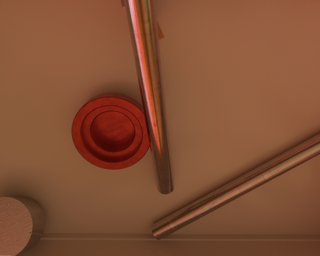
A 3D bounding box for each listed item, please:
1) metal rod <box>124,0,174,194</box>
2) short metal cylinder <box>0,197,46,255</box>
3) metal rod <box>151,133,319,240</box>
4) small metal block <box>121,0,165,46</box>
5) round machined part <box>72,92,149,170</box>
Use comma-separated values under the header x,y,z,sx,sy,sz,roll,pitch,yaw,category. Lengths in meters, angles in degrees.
x,y,z,sx,sy,sz,roll,pitch,yaw,category
-0.006,-0.021,0.340,0.025,0.025,0.298,-6,134,2,metal rod
-0.207,0.135,0.426,0.081,0.050,0.080,0,78,-2,short metal cylinder
0.119,0.081,0.443,0.300,0.025,0.025,-31,108,10,metal rod
-0.021,-0.127,0.342,0.025,0.050,0.050,-24,133,9,small metal block
-0.060,0.001,0.402,0.099,0.042,0.097,0,110,-1,round machined part
